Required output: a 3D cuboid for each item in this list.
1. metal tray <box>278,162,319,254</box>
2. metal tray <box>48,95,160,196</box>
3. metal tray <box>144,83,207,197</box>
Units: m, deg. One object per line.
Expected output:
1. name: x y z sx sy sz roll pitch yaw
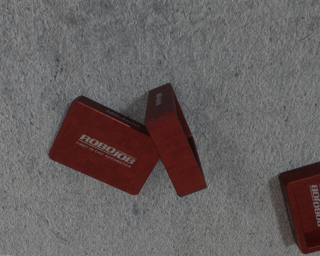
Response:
1. metal tray: 0.234 0.115 0.451 0.090 0.030 0.129 -18 109 6
2. metal tray: -0.069 0.025 0.416 0.131 0.030 0.089 26 108 -10
3. metal tray: 0.017 0.006 0.356 0.030 0.130 0.090 -22 109 8
